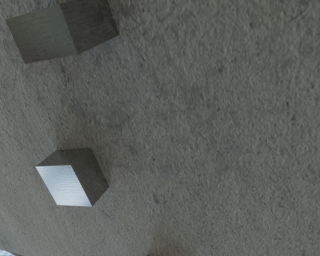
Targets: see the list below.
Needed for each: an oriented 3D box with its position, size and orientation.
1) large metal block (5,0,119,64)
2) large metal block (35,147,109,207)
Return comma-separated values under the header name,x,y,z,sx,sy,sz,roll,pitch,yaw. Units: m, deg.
name,x,y,z,sx,sy,sz,roll,pitch,yaw
large metal block,-0.109,-0.115,0.356,0.080,0.080,0.050,-2,118,28
large metal block,-0.144,0.081,0.515,0.080,0.050,0.080,-6,116,30
